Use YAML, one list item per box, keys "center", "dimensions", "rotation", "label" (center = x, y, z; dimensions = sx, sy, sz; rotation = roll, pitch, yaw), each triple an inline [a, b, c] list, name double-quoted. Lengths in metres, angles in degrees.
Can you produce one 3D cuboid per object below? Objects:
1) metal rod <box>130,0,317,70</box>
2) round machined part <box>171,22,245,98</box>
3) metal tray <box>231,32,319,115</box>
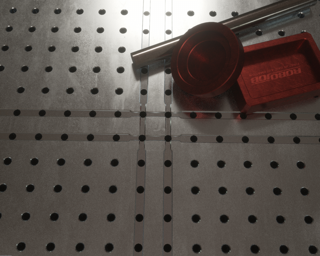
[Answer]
- center: [0.101, -0.151, 0.468]
  dimensions: [0.302, 0.025, 0.025]
  rotation: [-21, 72, -8]
  label: "metal rod"
- center: [0.067, -0.088, 0.420]
  dimensions: [0.098, 0.042, 0.097]
  rotation: [-6, 79, 33]
  label: "round machined part"
- center: [0.165, -0.079, 0.439]
  dimensions: [0.131, 0.030, 0.090]
  rotation: [-14, 71, -6]
  label: "metal tray"
